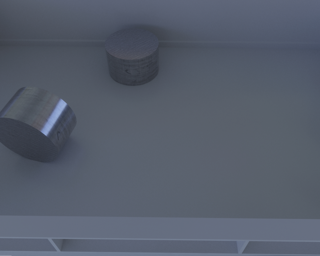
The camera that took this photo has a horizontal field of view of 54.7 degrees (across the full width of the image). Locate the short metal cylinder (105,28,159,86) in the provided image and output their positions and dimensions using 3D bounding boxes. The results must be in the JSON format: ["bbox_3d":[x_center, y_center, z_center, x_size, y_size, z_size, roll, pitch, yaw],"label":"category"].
[{"bbox_3d":[-0.042,-0.111,0.482,0.080,0.050,0.080,0,50,0],"label":"short metal cylinder"}]

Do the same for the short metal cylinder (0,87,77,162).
[{"bbox_3d":[-0.149,-0.003,0.371,0.080,0.080,0.050,12,51,9],"label":"short metal cylinder"}]
